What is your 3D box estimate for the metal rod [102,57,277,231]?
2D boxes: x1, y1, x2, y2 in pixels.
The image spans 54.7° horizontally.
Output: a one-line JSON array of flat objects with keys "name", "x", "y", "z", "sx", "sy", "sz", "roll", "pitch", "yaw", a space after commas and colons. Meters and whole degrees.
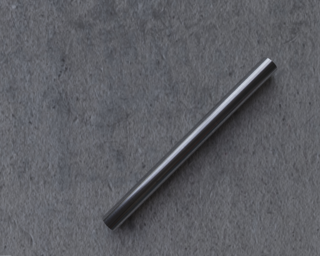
[{"name": "metal rod", "x": 0.040, "y": 0.021, "z": 0.410, "sx": 0.300, "sy": 0.025, "sz": 0.025, "roll": -45, "pitch": 91, "yaw": -1}]
